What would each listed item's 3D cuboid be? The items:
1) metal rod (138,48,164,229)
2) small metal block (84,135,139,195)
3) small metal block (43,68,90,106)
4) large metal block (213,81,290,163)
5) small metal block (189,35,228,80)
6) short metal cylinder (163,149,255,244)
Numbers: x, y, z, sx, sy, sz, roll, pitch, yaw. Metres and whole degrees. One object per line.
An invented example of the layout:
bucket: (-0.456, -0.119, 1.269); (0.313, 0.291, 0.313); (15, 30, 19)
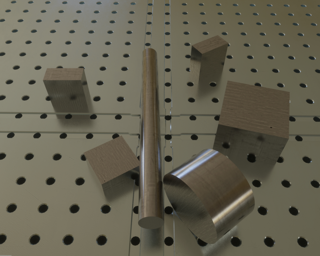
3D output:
metal rod: (-0.013, -0.015, 0.402); (0.025, 0.025, 0.300); (-1, 45, -1)
small metal block: (-0.056, 0.043, 0.370); (0.050, 0.025, 0.050); (-25, 55, -20)
small metal block: (-0.130, -0.057, 0.438); (0.050, 0.050, 0.025); (0, 50, -1)
large metal block: (0.118, -0.010, 0.401); (0.080, 0.050, 0.080); (12, 51, 10)
small metal block: (0.076, -0.110, 0.485); (0.050, 0.050, 0.025); (-26, 55, -21)
short metal cylinder: (0.048, 0.068, 0.315); (0.050, 0.080, 0.080); (-30, 57, -23)
